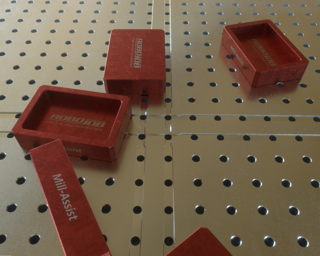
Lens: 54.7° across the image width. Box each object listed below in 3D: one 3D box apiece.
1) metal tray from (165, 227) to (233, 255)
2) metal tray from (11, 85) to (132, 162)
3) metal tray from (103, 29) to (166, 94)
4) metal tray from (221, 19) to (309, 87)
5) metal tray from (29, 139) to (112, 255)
[{"bbox_3d":[0.048,0.164,0.267,0.091,0.030,0.130,-31,57,-24],"label":"metal tray"},{"bbox_3d":[-0.111,-0.009,0.410,0.131,0.030,0.090,8,50,6],"label":"metal tray"},{"bbox_3d":[-0.037,-0.109,0.496,0.091,0.030,0.130,0,50,-1],"label":"metal tray"},{"bbox_3d":[0.169,-0.128,0.514,0.091,0.030,0.130,-12,51,-10],"label":"metal tray"},{"bbox_3d":[-0.080,0.085,0.292,0.030,0.089,0.130,-23,54,-18],"label":"metal tray"}]
